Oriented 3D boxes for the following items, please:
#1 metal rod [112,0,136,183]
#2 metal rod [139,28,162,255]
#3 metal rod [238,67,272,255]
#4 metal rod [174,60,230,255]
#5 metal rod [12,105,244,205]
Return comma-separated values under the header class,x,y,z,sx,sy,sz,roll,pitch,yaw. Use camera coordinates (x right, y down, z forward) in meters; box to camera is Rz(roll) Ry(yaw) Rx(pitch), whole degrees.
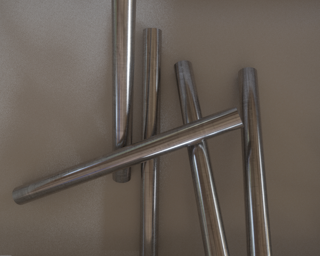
class,x,y,z,sx,sy,sz,roll,pitch,yaw
metal rod,-0.041,-0.067,0.347,0.025,0.025,0.298,4,116,-1
metal rod,-0.012,0.020,0.411,0.025,0.025,0.298,1,90,-1
metal rod,0.107,0.061,0.351,0.025,0.025,0.299,5,65,0
metal rod,0.048,0.052,0.352,0.025,0.025,0.299,-7,66,0
metal rod,-0.050,0.039,0.370,0.301,0.025,0.025,-21,90,15
